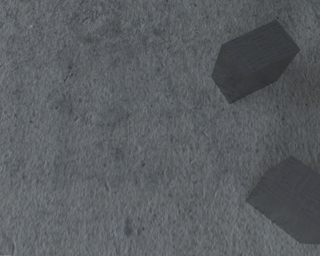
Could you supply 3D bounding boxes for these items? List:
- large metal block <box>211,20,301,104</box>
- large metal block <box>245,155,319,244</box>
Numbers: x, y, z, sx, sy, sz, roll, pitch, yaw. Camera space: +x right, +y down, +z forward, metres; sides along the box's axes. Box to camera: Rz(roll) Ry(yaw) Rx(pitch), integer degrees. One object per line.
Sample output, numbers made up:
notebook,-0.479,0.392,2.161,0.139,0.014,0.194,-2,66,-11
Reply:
large metal block,0.122,-0.085,0.411,0.080,0.080,0.050,-26,73,-9
large metal block,0.154,0.084,0.350,0.080,0.080,0.050,38,74,12
